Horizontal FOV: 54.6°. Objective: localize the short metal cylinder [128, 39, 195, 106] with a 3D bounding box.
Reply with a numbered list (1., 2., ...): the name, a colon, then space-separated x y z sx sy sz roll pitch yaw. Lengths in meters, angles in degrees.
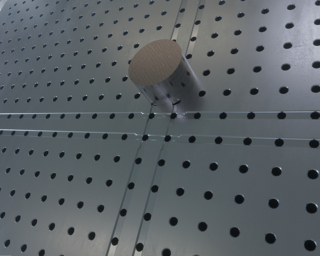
1. short metal cylinder: 0.003 -0.078 0.440 0.080 0.050 0.080 -13 56 21
